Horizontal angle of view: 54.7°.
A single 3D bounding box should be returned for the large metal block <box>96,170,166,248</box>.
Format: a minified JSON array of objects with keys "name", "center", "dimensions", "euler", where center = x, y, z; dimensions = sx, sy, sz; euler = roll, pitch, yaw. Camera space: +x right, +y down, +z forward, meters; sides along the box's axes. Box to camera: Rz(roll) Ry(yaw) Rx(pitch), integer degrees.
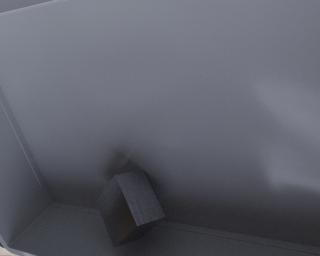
[{"name":"large metal block","center":[-0.047,0.122,0.470],"dimensions":[0.080,0.050,0.080],"euler":[-52,56,39]}]
